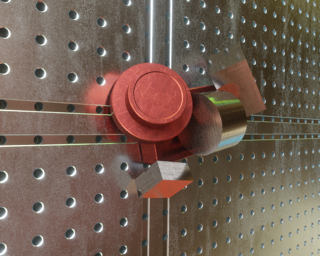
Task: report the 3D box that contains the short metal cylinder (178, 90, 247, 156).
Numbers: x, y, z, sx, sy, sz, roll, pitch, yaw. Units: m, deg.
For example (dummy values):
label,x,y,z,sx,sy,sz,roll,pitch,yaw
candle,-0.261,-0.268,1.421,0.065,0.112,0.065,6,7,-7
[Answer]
label,x,y,z,sx,sy,sz,roll,pitch,yaw
short metal cylinder,0.065,-0.008,0.407,0.050,0.080,0.079,-12,98,-40

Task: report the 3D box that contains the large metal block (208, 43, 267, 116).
label,x,y,z,sx,sy,sz,roll,pitch,yaw
large metal block,0.111,-0.068,0.456,0.080,0.050,0.080,59,20,-24

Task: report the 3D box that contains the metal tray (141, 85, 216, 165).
label,x,y,z,sx,sy,sz,roll,pitch,yaw
metal tray,0.031,-0.007,0.429,0.131,0.030,0.089,-15,100,-39

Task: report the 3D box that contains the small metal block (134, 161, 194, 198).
label,x,y,z,sx,sy,sz,roll,pitch,yaw
small metal block,0.005,0.066,0.390,0.050,0.050,0.025,10,50,-39

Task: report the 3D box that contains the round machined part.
label,x,y,z,sx,sy,sz,roll,pitch,yaw
round machined part,-0.007,-0.032,0.363,0.099,0.042,0.098,4,75,-15
